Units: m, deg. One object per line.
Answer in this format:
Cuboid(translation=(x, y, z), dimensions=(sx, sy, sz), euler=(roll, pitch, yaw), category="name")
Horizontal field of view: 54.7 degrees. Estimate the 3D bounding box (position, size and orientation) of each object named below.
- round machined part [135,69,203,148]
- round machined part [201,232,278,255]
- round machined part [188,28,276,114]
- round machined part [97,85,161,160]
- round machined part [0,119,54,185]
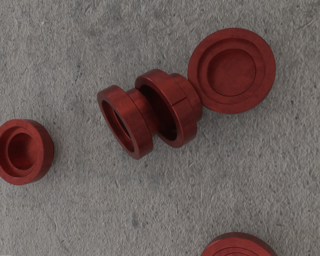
Cuboid(translation=(0.014, -0.028, 0.375), dimensions=(0.042, 0.098, 0.098), euler=(-31, 78, -19), category="round machined part")
Cuboid(translation=(0.095, 0.172, 0.366), dimensions=(0.098, 0.042, 0.097), euler=(0, 90, 20), category="round machined part")
Cuboid(translation=(0.086, -0.065, 0.369), dimensions=(0.098, 0.042, 0.097), euler=(0, 90, 20), category="round machined part")
Cuboid(translation=(-0.036, -0.011, 0.393), dimensions=(0.042, 0.098, 0.098), euler=(-31, 78, -19), category="round machined part")
Cuboid(translation=(-0.202, 0.035, 0.471), dimensions=(0.098, 0.042, 0.097), euler=(0, 90, 20), category="round machined part")
